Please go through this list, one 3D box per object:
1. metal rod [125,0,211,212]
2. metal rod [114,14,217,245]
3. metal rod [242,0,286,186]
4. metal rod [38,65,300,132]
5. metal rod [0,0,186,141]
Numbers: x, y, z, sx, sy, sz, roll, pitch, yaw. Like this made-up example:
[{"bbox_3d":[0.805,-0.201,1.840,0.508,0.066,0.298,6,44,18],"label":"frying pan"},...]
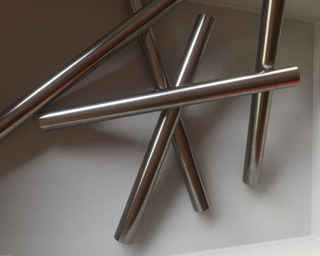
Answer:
[{"bbox_3d":[0.013,-0.029,0.416,0.025,0.025,0.298,-21,97,-19],"label":"metal rod"},{"bbox_3d":[0.006,0.003,0.391,0.025,0.025,0.298,20,91,-19],"label":"metal rod"},{"bbox_3d":[0.132,-0.053,0.397,0.025,0.025,0.298,-13,119,-20],"label":"metal rod"},{"bbox_3d":[0.011,-0.035,0.364,0.302,0.025,0.025,-10,94,-1],"label":"metal rod"},{"bbox_3d":[-0.085,-0.077,0.362,0.301,0.025,0.025,-40,103,-9],"label":"metal rod"}]
